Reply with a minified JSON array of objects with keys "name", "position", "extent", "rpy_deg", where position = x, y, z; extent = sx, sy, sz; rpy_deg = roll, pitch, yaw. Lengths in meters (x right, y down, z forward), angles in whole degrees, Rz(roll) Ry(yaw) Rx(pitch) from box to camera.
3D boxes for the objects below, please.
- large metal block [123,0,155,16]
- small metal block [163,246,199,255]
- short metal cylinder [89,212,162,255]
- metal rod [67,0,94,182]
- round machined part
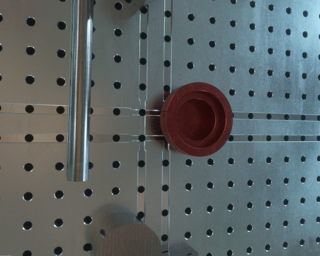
[{"name":"large metal block","position":[-0.007,-0.194,0.381],"extent":[0.080,0.080,0.050],"rpy_deg":[-41,104,-15]},{"name":"small metal block","position":[0.027,0.197,0.424],"extent":[0.050,0.025,0.050],"rpy_deg":[-6,92,-20]},{"name":"short metal cylinder","position":[-0.044,0.151,0.384],"extent":[0.081,0.050,0.079],"rpy_deg":[0,90,-20]},{"name":"metal rod","position":[-0.096,-0.086,0.377],"extent":[0.025,0.025,0.298],"rpy_deg":[2,89,-20]},{"name":"round machined part","position":[0.046,-0.011,0.422],"extent":[0.099,0.042,0.097],"rpy_deg":[0,90,-21]}]
